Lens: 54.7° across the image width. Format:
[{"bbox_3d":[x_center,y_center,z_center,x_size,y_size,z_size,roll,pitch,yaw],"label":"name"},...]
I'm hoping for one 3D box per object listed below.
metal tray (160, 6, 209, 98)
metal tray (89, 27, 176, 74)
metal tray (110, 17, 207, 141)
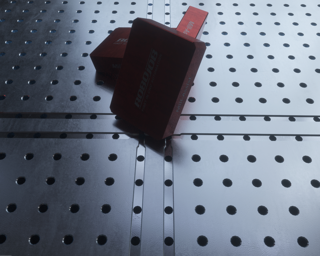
[{"bbox_3d":[0.029,-0.105,0.451,0.030,0.089,0.130,22,53,5],"label":"metal tray"},{"bbox_3d":[-0.032,-0.122,0.486,0.130,0.030,0.090,10,49,26],"label":"metal tray"},{"bbox_3d":[-0.007,-0.061,0.392,0.090,0.129,0.030,31,27,23],"label":"metal tray"}]
